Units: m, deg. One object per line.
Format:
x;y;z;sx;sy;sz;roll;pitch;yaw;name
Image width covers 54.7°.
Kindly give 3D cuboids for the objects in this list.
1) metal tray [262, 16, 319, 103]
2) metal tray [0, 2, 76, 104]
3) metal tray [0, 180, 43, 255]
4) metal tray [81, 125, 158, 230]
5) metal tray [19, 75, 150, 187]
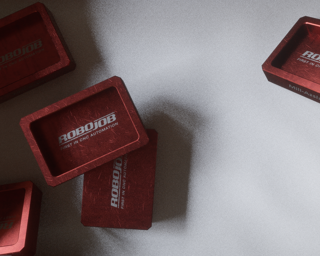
0.203;-0.077;0.371;0.090;0.030;0.130;-51;47;0;metal tray
-0.190;-0.094;0.406;0.131;0.030;0.090;-25;90;-1;metal tray
-0.219;0.120;0.382;0.131;0.030;0.090;-8;53;-1;metal tray
-0.052;0.063;0.408;0.091;0.030;0.129;4;90;-1;metal tray
-0.089;0.004;0.377;0.131;0.030;0.090;-25;90;-1;metal tray
